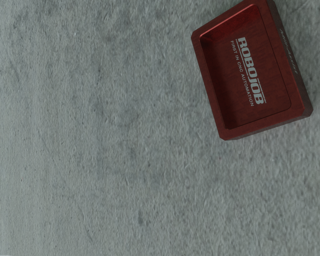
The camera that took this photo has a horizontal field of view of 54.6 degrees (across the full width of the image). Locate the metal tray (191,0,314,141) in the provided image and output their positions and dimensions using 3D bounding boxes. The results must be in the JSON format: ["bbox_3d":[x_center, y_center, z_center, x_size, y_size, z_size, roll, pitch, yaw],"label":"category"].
[{"bbox_3d":[0.091,-0.060,0.326,0.090,0.030,0.129,-23,76,37],"label":"metal tray"}]
